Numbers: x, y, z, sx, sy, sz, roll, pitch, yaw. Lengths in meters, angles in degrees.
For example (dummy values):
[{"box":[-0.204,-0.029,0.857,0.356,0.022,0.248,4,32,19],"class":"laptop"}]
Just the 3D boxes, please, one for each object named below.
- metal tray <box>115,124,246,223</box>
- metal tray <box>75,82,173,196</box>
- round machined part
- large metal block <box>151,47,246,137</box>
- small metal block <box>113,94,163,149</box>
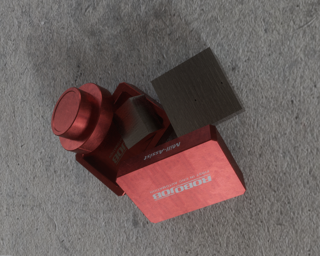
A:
[{"box":[0.025,0.060,0.374,0.130,0.030,0.090,-24,118,19],"class":"metal tray"},{"box":[-0.046,0.015,0.423,0.090,0.030,0.129,37,101,16],"class":"metal tray"},{"box":[-0.110,-0.016,0.418,0.098,0.042,0.098,-20,59,38],"class":"round machined part"},{"box":[0.048,-0.039,0.380,0.080,0.050,0.080,-28,81,17],"class":"large metal block"},{"box":[-0.031,-0.008,0.397,0.050,0.025,0.050,-37,79,45],"class":"small metal block"}]
